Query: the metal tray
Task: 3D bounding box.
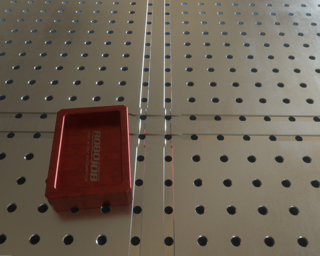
[{"bbox_3d":[-0.082,0.031,0.377,0.091,0.030,0.130,-4,50,-4],"label":"metal tray"}]
